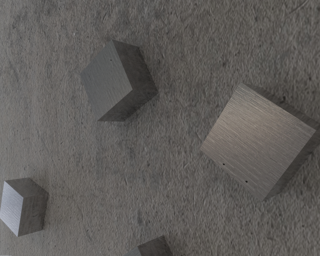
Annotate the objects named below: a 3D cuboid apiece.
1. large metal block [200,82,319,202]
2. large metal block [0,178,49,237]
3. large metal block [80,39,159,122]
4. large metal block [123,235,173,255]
[{"bbox_3d":[0.100,0.012,0.306,0.080,0.050,0.080,42,115,32],"label":"large metal block"},{"bbox_3d":[-0.269,0.153,0.612,0.080,0.050,0.079,21,103,38],"label":"large metal block"},{"bbox_3d":[-0.060,-0.063,0.438,0.080,0.050,0.080,-36,68,34],"label":"large metal block"},{"bbox_3d":[-0.018,0.200,0.404,0.080,0.050,0.080,-43,64,31],"label":"large metal block"}]
